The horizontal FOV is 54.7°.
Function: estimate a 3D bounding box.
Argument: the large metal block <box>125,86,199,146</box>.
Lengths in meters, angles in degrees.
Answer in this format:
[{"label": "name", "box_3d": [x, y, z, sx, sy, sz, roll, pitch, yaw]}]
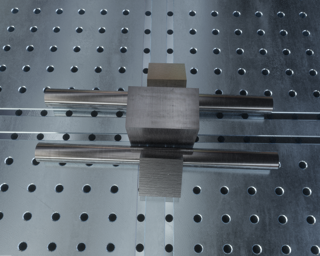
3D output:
[{"label": "large metal block", "box_3d": [0.003, -0.010, 0.381, 0.081, 0.080, 0.050, 2, 70, 0]}]

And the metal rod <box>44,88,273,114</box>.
[{"label": "metal rod", "box_3d": [-0.002, -0.036, 0.420, 0.302, 0.025, 0.025, 2, 70, 0]}]

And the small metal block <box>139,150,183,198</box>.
[{"label": "small metal block", "box_3d": [0.001, 0.055, 0.375, 0.050, 0.025, 0.050, 3, 108, 0]}]

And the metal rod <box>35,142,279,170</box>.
[{"label": "metal rod", "box_3d": [-0.004, 0.036, 0.395, 0.302, 0.025, 0.025, 2, 70, 0]}]

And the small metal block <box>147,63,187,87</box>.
[{"label": "small metal block", "box_3d": [0.009, -0.066, 0.420, 0.050, 0.025, 0.050, 1, 36, 0]}]
